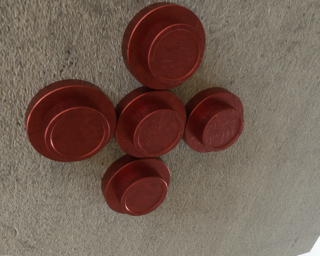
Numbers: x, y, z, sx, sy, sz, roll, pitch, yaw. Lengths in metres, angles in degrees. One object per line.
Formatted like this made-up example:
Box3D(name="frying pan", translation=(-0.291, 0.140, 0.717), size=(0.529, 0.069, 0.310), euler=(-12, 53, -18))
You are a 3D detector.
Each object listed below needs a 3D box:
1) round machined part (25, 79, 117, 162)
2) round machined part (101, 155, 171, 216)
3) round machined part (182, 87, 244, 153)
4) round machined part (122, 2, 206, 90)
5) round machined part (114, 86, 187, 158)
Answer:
Box3D(name="round machined part", translation=(-0.095, -0.001, 0.345), size=(0.099, 0.042, 0.097), euler=(-14, 125, -21))
Box3D(name="round machined part", translation=(-0.029, 0.084, 0.435), size=(0.099, 0.042, 0.097), euler=(-14, 125, -21))
Box3D(name="round machined part", translation=(0.079, -0.005, 0.439), size=(0.099, 0.042, 0.097), euler=(-14, 125, -21))
Box3D(name="round machined part", translation=(0.010, -0.088, 0.350), size=(0.099, 0.042, 0.097), euler=(-14, 125, -21))
Box3D(name="round machined part", translation=(-0.009, -0.002, 0.393), size=(0.099, 0.042, 0.097), euler=(-14, 125, -21))
